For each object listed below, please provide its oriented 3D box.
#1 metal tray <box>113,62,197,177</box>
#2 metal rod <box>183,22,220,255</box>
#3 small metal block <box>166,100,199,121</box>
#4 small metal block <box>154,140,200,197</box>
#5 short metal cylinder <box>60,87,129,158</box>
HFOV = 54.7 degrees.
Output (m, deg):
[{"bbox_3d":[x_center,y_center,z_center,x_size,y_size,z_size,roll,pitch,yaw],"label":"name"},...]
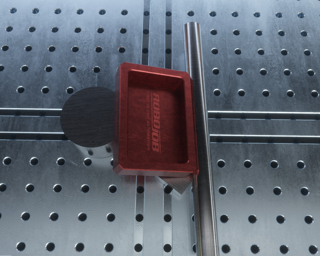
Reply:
[{"bbox_3d":[-0.007,-0.010,0.370,0.091,0.030,0.130,6,69,-19],"label":"metal tray"},{"bbox_3d":[0.048,-0.001,0.386,0.025,0.025,0.299,-1,70,-1],"label":"metal rod"},{"bbox_3d":[0.032,-0.031,0.424,0.050,0.025,0.050,-14,71,-6],"label":"small metal block"},{"bbox_3d":[0.022,0.051,0.392,0.050,0.025,0.050,37,74,12],"label":"small metal block"},{"bbox_3d":[-0.081,-0.006,0.399,0.081,0.050,0.080,0,70,0],"label":"short metal cylinder"}]
